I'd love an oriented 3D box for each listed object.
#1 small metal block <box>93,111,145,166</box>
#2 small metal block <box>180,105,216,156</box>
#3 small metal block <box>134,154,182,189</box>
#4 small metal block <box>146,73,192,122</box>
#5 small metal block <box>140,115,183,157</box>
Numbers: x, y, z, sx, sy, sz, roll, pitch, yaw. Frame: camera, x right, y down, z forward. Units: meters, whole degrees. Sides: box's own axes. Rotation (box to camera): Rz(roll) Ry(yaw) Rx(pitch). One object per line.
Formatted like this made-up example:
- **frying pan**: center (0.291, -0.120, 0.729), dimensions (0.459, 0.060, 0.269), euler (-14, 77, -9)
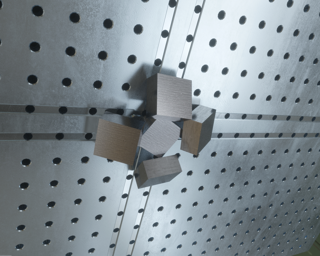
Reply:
- **small metal block**: center (-0.050, 0.013, 0.378), dimensions (0.050, 0.025, 0.050), euler (16, 115, 2)
- **small metal block**: center (0.053, 0.002, 0.428), dimensions (0.050, 0.025, 0.050), euler (-38, 141, -51)
- **small metal block**: center (-0.004, 0.061, 0.432), dimensions (0.050, 0.025, 0.050), euler (-9, 158, -24)
- **small metal block**: center (0.012, -0.036, 0.381), dimensions (0.050, 0.025, 0.050), euler (6, 79, -31)
- **small metal block**: center (-0.004, 0.006, 0.414), dimensions (0.050, 0.025, 0.050), euler (-49, 129, 6)
